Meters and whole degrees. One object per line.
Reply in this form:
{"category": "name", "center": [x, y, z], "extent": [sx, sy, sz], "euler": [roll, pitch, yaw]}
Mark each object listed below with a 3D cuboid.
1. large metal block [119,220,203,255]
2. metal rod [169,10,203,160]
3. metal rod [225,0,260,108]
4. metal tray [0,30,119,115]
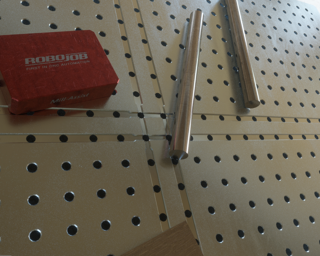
{"category": "large metal block", "center": [0.002, 0.150, 0.303], "extent": [0.081, 0.050, 0.080], "euler": [-16, 71, -35]}
{"category": "metal rod", "center": [0.046, -0.086, 0.487], "extent": [0.025, 0.025, 0.300], "euler": [22, 53, -16]}
{"category": "metal rod", "center": [0.153, -0.168, 0.595], "extent": [0.025, 0.025, 0.299], "euler": [13, 56, -22]}
{"category": "metal tray", "center": [-0.128, -0.074, 0.382], "extent": [0.131, 0.030, 0.090], "euler": [-17, 71, -35]}
